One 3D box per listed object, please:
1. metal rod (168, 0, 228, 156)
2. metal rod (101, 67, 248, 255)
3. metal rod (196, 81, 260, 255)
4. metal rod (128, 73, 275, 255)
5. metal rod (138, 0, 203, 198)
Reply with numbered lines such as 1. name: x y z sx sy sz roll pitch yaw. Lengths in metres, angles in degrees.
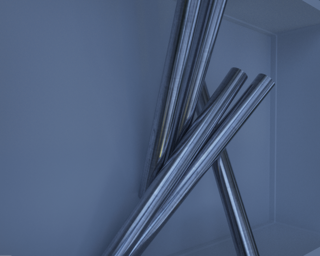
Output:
1. metal rod: 0.044 -0.073 0.359 0.025 0.025 0.298 -8 122 -40
2. metal rod: 0.016 0.050 0.365 0.025 0.025 0.300 43 76 -32
3. metal rod: 0.082 0.062 0.394 0.025 0.025 0.299 8 59 -40
4. metal rod: 0.041 0.054 0.380 0.300 0.025 0.025 -51 122 -6
5. metal rod: 0.013 -0.048 0.340 0.025 0.025 0.298 -8 119 -40
